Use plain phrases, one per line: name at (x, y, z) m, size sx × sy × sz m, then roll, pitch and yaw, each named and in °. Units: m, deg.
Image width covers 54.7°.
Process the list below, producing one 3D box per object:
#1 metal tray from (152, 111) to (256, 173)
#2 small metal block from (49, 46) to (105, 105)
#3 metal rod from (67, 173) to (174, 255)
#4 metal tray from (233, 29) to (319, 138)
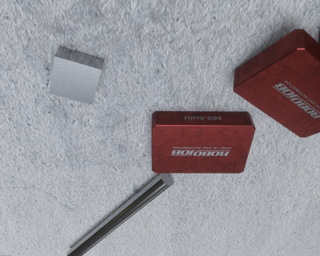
metal tray at (0.054, 0.021, 0.423) m, size 0.131 × 0.030 × 0.089 m, roll 0°, pitch 130°, yaw -1°
small metal block at (-0.095, -0.059, 0.355) m, size 0.050 × 0.025 × 0.050 m, roll 15°, pitch 129°, yaw -13°
metal rod at (-0.082, 0.167, 0.547) m, size 0.025 × 0.025 × 0.299 m, roll 31°, pitch 123°, yaw -24°
metal tray at (0.160, -0.042, 0.352) m, size 0.131 × 0.030 × 0.090 m, roll 29°, pitch 144°, yaw -23°
